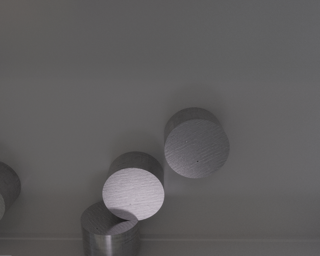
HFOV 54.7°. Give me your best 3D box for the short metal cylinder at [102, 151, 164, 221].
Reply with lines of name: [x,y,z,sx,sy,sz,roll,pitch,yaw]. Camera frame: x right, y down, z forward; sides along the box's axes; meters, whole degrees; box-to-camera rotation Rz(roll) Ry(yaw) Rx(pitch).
short metal cylinder: [-0.035,0.079,0.427,0.081,0.050,0.079,0,110,0]

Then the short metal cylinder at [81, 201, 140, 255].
short metal cylinder: [-0.068,0.144,0.434,0.081,0.080,0.050,0,110,0]

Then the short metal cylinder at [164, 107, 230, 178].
short metal cylinder: [0.046,0.018,0.405,0.081,0.050,0.079,0,110,0]

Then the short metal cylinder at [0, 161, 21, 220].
short metal cylinder: [-0.244,0.090,0.429,0.081,0.050,0.079,0,110,0]
